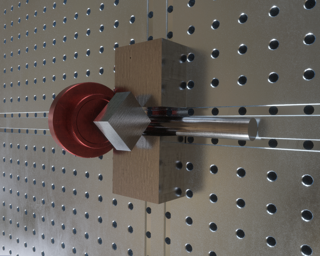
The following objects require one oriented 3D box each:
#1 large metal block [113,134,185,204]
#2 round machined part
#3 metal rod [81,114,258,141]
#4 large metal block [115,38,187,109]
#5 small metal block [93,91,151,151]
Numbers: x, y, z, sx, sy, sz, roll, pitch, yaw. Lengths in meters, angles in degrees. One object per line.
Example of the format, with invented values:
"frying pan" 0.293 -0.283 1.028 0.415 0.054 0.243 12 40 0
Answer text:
"large metal block" -0.016 0.048 0.406 0.080 0.050 0.079 2 91 40
"round machined part" -0.087 -0.010 0.396 0.042 0.099 0.097 7 95 54
"metal rod" -0.017 -0.004 0.423 0.300 0.025 0.025 3 92 40
"large metal block" -0.013 -0.066 0.404 0.080 0.050 0.079 1 91 40
"small metal block" -0.044 -0.008 0.372 0.025 0.050 0.050 1 47 40
